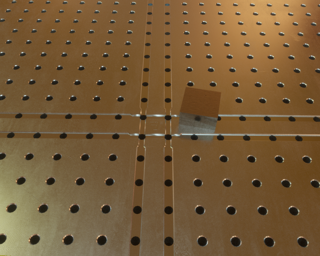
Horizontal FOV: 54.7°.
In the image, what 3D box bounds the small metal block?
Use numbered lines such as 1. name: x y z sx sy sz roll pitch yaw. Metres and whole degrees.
1. small metal block: 0.056 -0.028 0.432 0.050 0.025 0.050 10 51 7
